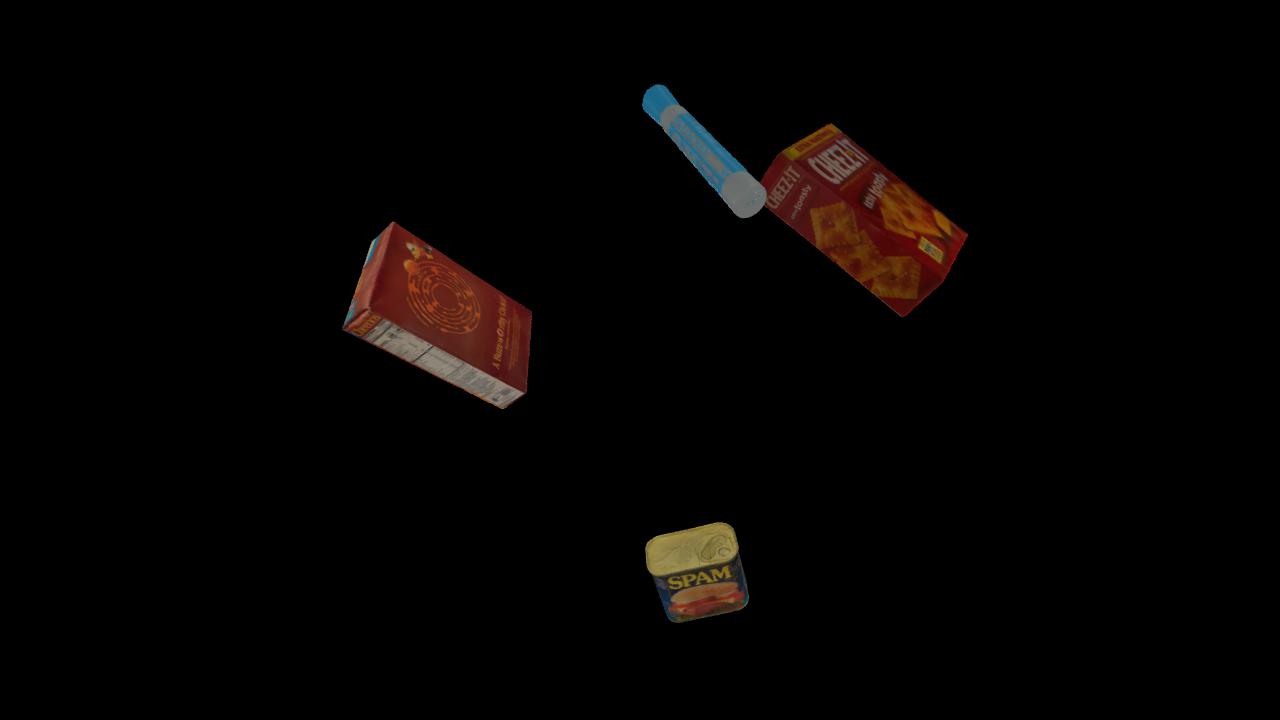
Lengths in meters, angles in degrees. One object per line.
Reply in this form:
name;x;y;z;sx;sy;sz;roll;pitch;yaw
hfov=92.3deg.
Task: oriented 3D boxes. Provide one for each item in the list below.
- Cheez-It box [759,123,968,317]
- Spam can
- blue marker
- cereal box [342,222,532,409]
Cheez-It box;0.262;-0.171;0.721;0.166;0.223;0.071;-39;-12;-46
Spam can;0.065;0.238;0.685;0.101;0.085;0.058;-13;29;5
blue marker;0.031;-0.120;0.342;0.020;0.020;0.121;0;44;-34
cereal box;-0.325;-0.070;1.046;0.081;0.203;0.306;-32;-46;29
